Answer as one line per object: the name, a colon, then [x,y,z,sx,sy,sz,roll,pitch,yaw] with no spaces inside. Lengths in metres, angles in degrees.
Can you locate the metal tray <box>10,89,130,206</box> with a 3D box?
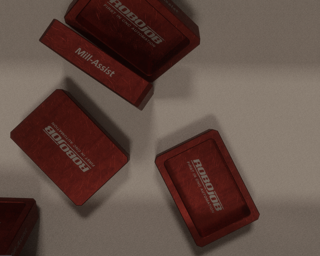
metal tray: [-0.116,0.025,0.407,0.090,0.030,0.130,-44,91,0]

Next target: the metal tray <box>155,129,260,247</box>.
metal tray: [0.060,0.077,0.409,0.090,0.030,0.129,-27,90,-1]

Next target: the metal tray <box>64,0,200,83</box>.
metal tray: [-0.029,-0.119,0.356,0.130,0.030,0.090,33,128,-31]

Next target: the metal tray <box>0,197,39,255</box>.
metal tray: [-0.209,0.133,0.356,0.091,0.130,0.030,2,116,0]

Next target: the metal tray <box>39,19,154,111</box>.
metal tray: [-0.070,-0.071,0.377,0.130,0.090,0.030,34,90,-1]
